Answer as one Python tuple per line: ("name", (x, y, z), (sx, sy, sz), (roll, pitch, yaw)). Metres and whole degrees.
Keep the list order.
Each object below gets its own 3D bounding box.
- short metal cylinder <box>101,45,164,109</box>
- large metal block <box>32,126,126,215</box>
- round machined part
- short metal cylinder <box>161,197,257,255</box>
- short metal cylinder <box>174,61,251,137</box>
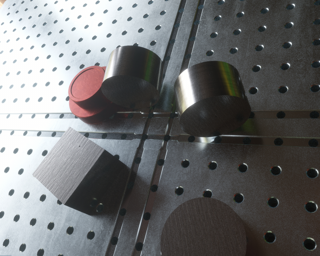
("short metal cylinder", (-0.037, -0.069, 0.435), (0.080, 0.080, 0.050), (-6, 59, 25))
("large metal block", (-0.108, 0.056, 0.415), (0.080, 0.050, 0.080), (27, 76, 37))
("round machined part", (-0.104, -0.059, 0.488), (0.098, 0.042, 0.098), (-13, 56, 21))
("short metal cylinder", (0.048, 0.113, 0.298), (0.080, 0.050, 0.080), (-13, 56, 21))
("short metal cylinder", (0.059, -0.031, 0.361), (0.080, 0.080, 0.050), (-19, 55, 17))
